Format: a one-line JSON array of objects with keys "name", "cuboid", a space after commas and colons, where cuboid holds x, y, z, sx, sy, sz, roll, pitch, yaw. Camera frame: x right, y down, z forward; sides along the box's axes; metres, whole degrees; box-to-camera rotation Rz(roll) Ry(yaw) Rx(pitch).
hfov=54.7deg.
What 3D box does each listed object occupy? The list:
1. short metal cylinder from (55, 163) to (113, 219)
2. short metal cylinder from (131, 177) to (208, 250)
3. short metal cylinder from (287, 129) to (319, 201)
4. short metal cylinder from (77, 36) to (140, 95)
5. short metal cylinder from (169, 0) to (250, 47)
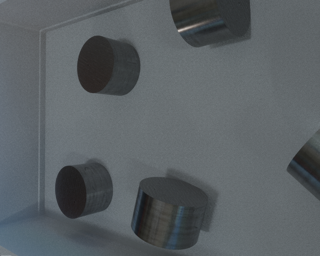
[{"name": "short metal cylinder", "cuboid": [-0.120, 0.097, 0.487, 0.080, 0.050, 0.079, 0, 90, 39]}, {"name": "short metal cylinder", "cuboid": [0.011, 0.096, 0.361, 0.080, 0.081, 0.050, 20, 103, 38]}, {"name": "short metal cylinder", "cuboid": [0.150, 0.024, 0.247, 0.050, 0.081, 0.080, 48, 118, 29]}, {"name": "short metal cylinder", "cuboid": [-0.075, -0.088, 0.450, 0.080, 0.050, 0.079, 0, 90, 39]}, {"name": "short metal cylinder", "cuboid": [0.054, -0.130, 0.325, 0.050, 0.081, 0.080, -4, 87, 39]}]
